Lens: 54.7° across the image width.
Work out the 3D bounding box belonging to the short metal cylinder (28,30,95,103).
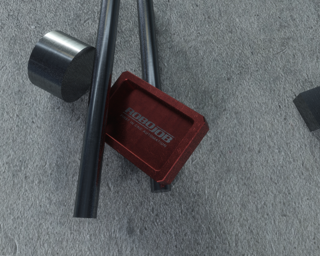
[{"bbox_3d":[-0.124,-0.080,0.407,0.050,0.080,0.080,28,72,10],"label":"short metal cylinder"}]

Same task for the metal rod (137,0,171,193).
[{"bbox_3d":[-0.011,-0.062,0.430,0.025,0.025,0.299,-5,70,-2],"label":"metal rod"}]

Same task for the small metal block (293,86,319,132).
[{"bbox_3d":[0.219,-0.029,0.420,0.050,0.025,0.050,-19,71,-7],"label":"small metal block"}]

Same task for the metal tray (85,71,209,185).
[{"bbox_3d":[-0.018,-0.003,0.381,0.130,0.030,0.090,34,85,25],"label":"metal tray"}]

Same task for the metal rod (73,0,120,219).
[{"bbox_3d":[-0.074,-0.044,0.382,0.025,0.025,0.299,3,72,1],"label":"metal rod"}]
